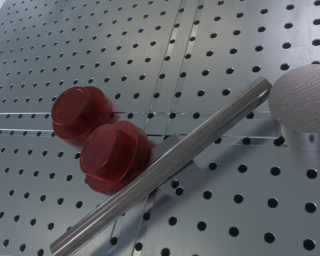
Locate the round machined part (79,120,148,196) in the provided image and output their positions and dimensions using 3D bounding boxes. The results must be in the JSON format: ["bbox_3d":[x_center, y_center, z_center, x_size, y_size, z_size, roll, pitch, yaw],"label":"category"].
[{"bbox_3d":[-0.064,0.033,0.394,0.098,0.042,0.098,-26,48,33],"label":"round machined part"}]

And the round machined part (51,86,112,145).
[{"bbox_3d":[-0.128,-0.026,0.480,0.098,0.042,0.098,-13,56,21],"label":"round machined part"}]

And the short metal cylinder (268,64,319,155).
[{"bbox_3d":[0.158,-0.019,0.321,0.080,0.050,0.080,-13,56,21],"label":"short metal cylinder"}]

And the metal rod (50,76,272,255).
[{"bbox_3d":[0.001,0.047,0.346,0.300,0.025,0.025,-39,51,2],"label":"metal rod"}]

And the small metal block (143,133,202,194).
[{"bbox_3d":[0.013,0.043,0.375,0.050,0.025,0.050,-36,51,4],"label":"small metal block"}]
